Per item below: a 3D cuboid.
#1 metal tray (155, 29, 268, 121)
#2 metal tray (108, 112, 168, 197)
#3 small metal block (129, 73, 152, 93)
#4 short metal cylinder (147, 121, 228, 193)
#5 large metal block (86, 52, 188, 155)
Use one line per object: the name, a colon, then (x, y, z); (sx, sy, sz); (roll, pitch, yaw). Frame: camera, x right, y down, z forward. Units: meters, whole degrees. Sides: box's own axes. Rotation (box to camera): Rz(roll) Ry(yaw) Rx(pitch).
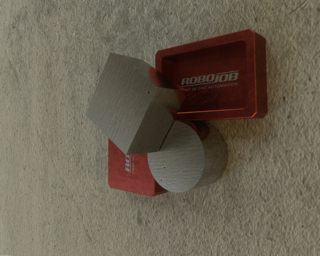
metal tray: (0.054, -0.054, 0.359); (0.130, 0.030, 0.089); (-2, 89, 40)
metal tray: (-0.031, 0.022, 0.430); (0.090, 0.030, 0.129); (1, 91, 40)
small metal block: (-0.023, -0.055, 0.409); (0.050, 0.050, 0.025); (1, 91, 40)
short metal cylinder: (0.032, 0.032, 0.363); (0.080, 0.050, 0.080); (0, 90, 40)
large metal block: (-0.028, -0.027, 0.346); (0.080, 0.050, 0.079); (40, 114, 32)
